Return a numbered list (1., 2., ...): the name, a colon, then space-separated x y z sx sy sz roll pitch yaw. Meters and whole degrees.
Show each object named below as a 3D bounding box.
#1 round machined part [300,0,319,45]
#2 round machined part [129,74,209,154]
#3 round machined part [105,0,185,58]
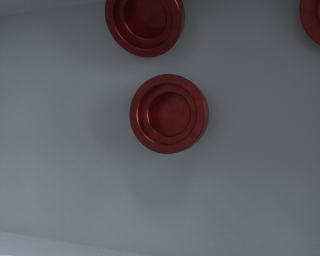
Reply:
1. round machined part: 0.195 -0.126 0.313 0.098 0.042 0.097 8 118 17
2. round machined part: 0.014 -0.017 0.396 0.098 0.042 0.097 0 90 20
3. round machined part: -0.016 -0.143 0.391 0.098 0.042 0.097 10 128 14
